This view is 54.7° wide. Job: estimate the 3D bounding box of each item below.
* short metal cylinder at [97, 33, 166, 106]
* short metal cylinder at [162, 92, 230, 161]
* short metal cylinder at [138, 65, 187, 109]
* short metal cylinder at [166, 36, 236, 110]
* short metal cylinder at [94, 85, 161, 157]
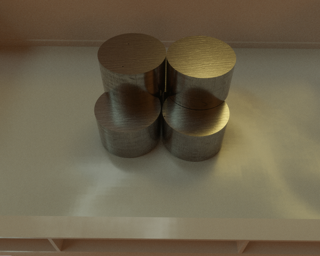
[{"bbox_3d":[-0.033,-0.073,0.383,0.080,0.050,0.080,0,50,0],"label":"short metal cylinder"},{"bbox_3d":[0.043,-0.005,0.391,0.080,0.050,0.080,0,50,0],"label":"short metal cylinder"},{"bbox_3d":[0.006,-0.061,0.438,0.080,0.050,0.080,0,50,0],"label":"short metal cylinder"},{"bbox_3d":[0.048,-0.068,0.378,0.080,0.050,0.080,0,50,0],"label":"short metal cylinder"},{"bbox_3d":[-0.039,-0.010,0.394,0.080,0.050,0.080,0,50,0],"label":"short metal cylinder"}]
